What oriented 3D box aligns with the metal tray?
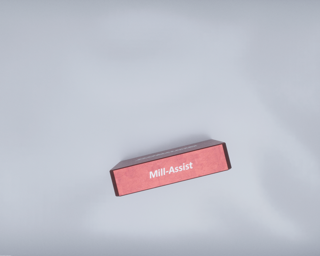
[{"bbox_3d":[0.012,0.045,0.379,0.131,0.090,0.030,-14,90,0],"label":"metal tray"}]
